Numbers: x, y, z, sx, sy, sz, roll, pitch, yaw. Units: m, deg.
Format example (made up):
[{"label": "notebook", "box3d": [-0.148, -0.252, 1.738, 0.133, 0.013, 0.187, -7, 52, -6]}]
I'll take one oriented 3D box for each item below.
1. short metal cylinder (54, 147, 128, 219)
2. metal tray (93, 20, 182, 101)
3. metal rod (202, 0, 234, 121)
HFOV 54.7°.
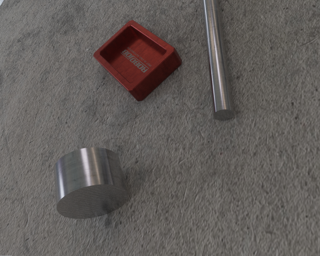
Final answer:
[{"label": "short metal cylinder", "box3d": [-0.083, 0.067, 0.371, 0.080, 0.080, 0.050, -28, 52, 11]}, {"label": "metal tray", "box3d": [-0.039, -0.110, 0.488, 0.090, 0.030, 0.130, -43, 51, -2]}, {"label": "metal rod", "box3d": [0.078, -0.143, 0.450, 0.025, 0.025, 0.299, -13, 56, 21]}]
